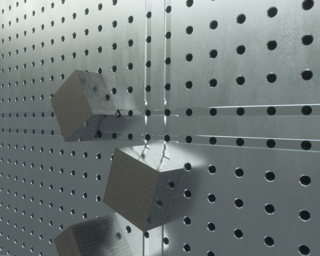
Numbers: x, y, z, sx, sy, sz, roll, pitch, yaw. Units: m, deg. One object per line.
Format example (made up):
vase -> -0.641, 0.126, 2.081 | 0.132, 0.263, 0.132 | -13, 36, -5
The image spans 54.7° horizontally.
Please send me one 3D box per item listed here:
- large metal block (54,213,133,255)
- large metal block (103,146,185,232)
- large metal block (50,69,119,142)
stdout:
large metal block -> -0.094, 0.179, 0.448 | 0.050, 0.081, 0.080 | -42, 65, 32
large metal block -> -0.023, 0.076, 0.410 | 0.080, 0.050, 0.079 | 24, 105, 37
large metal block -> -0.121, -0.033, 0.490 | 0.080, 0.050, 0.080 | -38, 67, 33
